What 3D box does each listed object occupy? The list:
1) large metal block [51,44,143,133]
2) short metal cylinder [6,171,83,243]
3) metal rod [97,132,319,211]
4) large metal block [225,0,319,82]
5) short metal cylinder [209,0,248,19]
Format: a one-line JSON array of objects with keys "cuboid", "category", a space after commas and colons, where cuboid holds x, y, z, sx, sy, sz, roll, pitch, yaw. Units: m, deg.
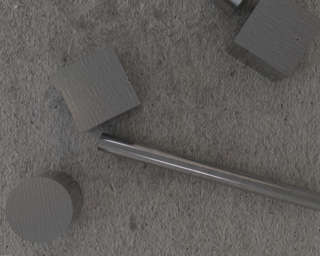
[{"cuboid": [-0.077, -0.047, 0.397, 0.080, 0.050, 0.080, -26, 90, 0], "category": "large metal block"}, {"cuboid": [-0.145, 0.098, 0.396, 0.081, 0.050, 0.080, 0, 90, 0], "category": "short metal cylinder"}, {"cuboid": [0.067, 0.058, 0.410, 0.302, 0.025, 0.025, 16, 90, 0], "category": "metal rod"}, {"cuboid": [0.144, -0.117, 0.399, 0.080, 0.050, 0.080, 33, 90, 0], "category": "large metal block"}, {"cuboid": [0.096, -0.184, 0.383, 0.050, 0.080, 0.080, 43, 90, 0], "category": "short metal cylinder"}]
